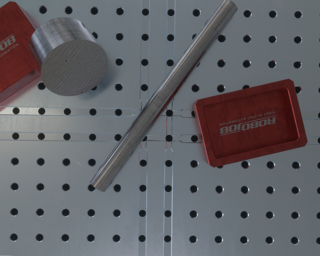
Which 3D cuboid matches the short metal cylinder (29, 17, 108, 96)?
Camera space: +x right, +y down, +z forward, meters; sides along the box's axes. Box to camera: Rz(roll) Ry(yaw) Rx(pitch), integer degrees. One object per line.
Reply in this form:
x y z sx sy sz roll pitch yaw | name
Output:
-0.111 -0.086 0.378 0.080 0.080 0.050 -36 57 0 | short metal cylinder

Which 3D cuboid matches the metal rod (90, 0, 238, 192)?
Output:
0.005 -0.043 0.413 0.025 0.025 0.299 36 90 0 | metal rod

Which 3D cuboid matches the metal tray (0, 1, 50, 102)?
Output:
-0.215 -0.091 0.409 0.130 0.030 0.090 -35 90 0 | metal tray

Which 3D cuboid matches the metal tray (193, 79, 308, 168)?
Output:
0.117 -0.006 0.411 0.131 0.030 0.089 -13 90 0 | metal tray
